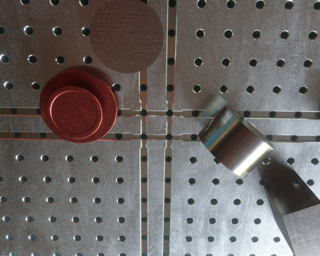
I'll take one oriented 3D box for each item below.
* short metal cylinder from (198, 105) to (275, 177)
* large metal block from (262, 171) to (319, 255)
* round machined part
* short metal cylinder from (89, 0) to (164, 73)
[{"bbox_3d":[0.095,0.016,0.390,0.080,0.080,0.050,37,106,-13],"label":"short metal cylinder"},{"bbox_3d":[0.190,0.121,0.430,0.050,0.080,0.080,-21,109,8],"label":"large metal block"},{"bbox_3d":[-0.104,-0.025,0.394,0.099,0.042,0.097,0,110,0],"label":"round machined part"},{"bbox_3d":[-0.036,-0.108,0.360,0.081,0.050,0.079,0,110,0],"label":"short metal cylinder"}]
